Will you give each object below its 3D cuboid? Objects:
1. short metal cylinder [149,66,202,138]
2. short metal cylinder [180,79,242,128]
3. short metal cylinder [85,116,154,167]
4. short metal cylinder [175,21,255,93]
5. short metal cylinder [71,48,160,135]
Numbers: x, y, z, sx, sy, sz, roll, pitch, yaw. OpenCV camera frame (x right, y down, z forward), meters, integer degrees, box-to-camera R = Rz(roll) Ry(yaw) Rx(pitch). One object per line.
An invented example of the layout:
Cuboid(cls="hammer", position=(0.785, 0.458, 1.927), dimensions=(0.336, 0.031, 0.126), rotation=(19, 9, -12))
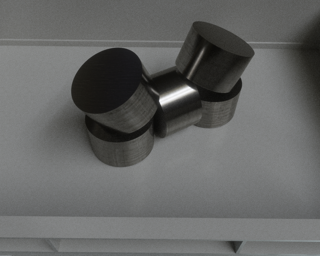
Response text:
Cuboid(cls="short metal cylinder", position=(0.010, -0.033, 0.395), dimensions=(0.050, 0.080, 0.080), rotation=(-24, 54, -19))
Cuboid(cls="short metal cylinder", position=(0.067, -0.047, 0.427), dimensions=(0.081, 0.050, 0.080), rotation=(0, 50, 0))
Cuboid(cls="short metal cylinder", position=(-0.048, 0.001, 0.385), dimensions=(0.081, 0.050, 0.080), rotation=(0, 50, 0))
Cuboid(cls="short metal cylinder", position=(0.065, -0.087, 0.376), dimensions=(0.081, 0.050, 0.080), rotation=(18, 35, -13))
Cuboid(cls="short metal cylinder", position=(-0.047, -0.039, 0.335), dimensions=(0.080, 0.050, 0.080), rotation=(-9, 62, 17))
